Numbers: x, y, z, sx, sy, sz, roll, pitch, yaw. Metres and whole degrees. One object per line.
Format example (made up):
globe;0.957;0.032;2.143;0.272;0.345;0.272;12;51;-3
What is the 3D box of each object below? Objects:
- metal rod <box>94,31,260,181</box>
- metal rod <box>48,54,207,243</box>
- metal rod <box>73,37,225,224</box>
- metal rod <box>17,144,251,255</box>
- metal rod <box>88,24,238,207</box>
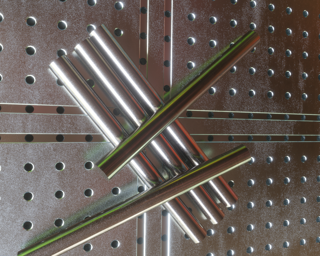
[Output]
metal rod;0.037;-0.043;0.406;0.301;0.025;0.025;-42;104;-24
metal rod;-0.034;0.036;0.401;0.025;0.025;0.300;-41;103;-16
metal rod;-0.007;0.013;0.411;0.025;0.025;0.300;-41;103;-16
metal rod;-0.022;0.093;0.383;0.302;0.025;0.025;-24;99;-11
metal rod;0.012;-0.007;0.418;0.025;0.025;0.300;-42;104;-15
